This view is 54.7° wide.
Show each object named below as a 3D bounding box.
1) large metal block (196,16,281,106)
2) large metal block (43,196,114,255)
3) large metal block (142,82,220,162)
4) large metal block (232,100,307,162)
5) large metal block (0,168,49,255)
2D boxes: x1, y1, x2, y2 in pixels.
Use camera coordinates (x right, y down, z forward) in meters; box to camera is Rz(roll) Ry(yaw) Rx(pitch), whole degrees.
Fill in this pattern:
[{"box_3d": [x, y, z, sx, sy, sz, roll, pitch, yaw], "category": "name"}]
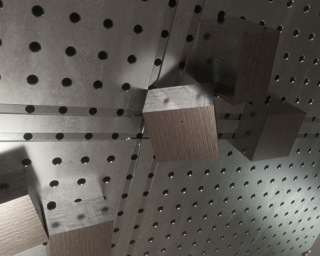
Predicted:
[{"box_3d": [0.089, -0.084, 0.374, 0.050, 0.080, 0.079, -13, 124, -22], "category": "large metal block"}, {"box_3d": [-0.113, 0.148, 0.426, 0.081, 0.050, 0.079, -6, 121, -26], "category": "large metal block"}, {"box_3d": [0.030, -0.006, 0.387, 0.080, 0.050, 0.080, -5, 127, 12], "category": "large metal block"}, {"box_3d": [0.172, 0.002, 0.493, 0.081, 0.050, 0.079, -4, 121, -27], "category": "large metal block"}, {"box_3d": [-0.184, 0.104, 0.359, 0.081, 0.050, 0.079, -18, 126, -18], "category": "large metal block"}]
